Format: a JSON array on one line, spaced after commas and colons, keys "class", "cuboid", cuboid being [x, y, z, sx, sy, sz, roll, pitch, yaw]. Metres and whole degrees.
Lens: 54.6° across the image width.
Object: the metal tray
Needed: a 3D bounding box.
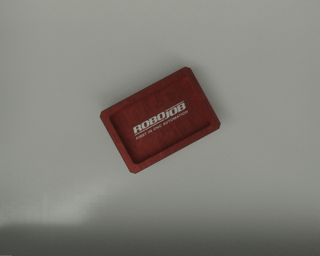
[{"class": "metal tray", "cuboid": [0.000, -0.010, 0.406, 0.130, 0.030, 0.090, -28, 90, -1]}]
